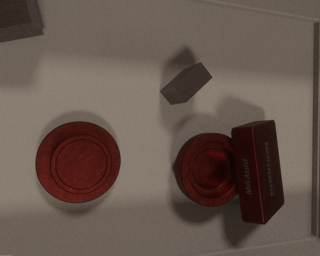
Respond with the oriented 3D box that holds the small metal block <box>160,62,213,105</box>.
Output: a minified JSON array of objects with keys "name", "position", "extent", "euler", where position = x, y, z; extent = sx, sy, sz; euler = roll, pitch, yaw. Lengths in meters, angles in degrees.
[{"name":"small metal block","position":[0.033,-0.058,0.411],"extent":[0.050,0.050,0.025],"euler":[-44,104,-15]}]

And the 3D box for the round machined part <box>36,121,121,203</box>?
[{"name":"round machined part","position":[-0.095,0.041,0.367],"extent":[0.099,0.042,0.097],"euler":[0,90,-21]}]

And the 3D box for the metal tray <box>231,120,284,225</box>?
[{"name":"metal tray","position":[0.141,0.058,0.439],"extent":[0.091,0.030,0.129],"euler":[-12,95,-51]}]

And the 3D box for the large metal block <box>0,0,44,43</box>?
[{"name":"large metal block","position":[-0.178,-0.135,0.322],"extent":[0.081,0.050,0.080],"euler":[-13,95,-7]}]

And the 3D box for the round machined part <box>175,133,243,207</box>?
[{"name":"round machined part","position":[0.065,0.055,0.427],"extent":[0.099,0.042,0.097],"euler":[0,90,-21]}]
